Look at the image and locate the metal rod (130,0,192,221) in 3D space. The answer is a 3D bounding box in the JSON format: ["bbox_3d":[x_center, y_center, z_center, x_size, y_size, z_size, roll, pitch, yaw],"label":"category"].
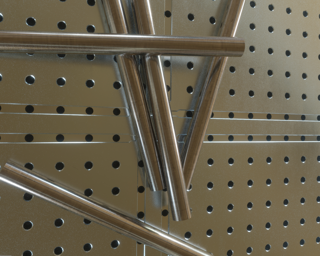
[{"bbox_3d":[0.000,-0.031,0.401,0.025,0.025,0.298,-11,89,-20],"label":"metal rod"}]

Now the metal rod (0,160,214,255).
[{"bbox_3d":[-0.053,0.119,0.393,0.301,0.025,0.025,31,80,-18],"label":"metal rod"}]

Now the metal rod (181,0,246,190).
[{"bbox_3d":[0.073,-0.060,0.440,0.025,0.025,0.299,20,83,-19],"label":"metal rod"}]

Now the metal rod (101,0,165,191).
[{"bbox_3d":[-0.037,-0.064,0.399,0.025,0.025,0.298,-16,96,-20],"label":"metal rod"}]

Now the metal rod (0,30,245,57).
[{"bbox_3d":[-0.045,-0.100,0.369,0.302,0.025,0.025,-2,91,-11],"label":"metal rod"}]
